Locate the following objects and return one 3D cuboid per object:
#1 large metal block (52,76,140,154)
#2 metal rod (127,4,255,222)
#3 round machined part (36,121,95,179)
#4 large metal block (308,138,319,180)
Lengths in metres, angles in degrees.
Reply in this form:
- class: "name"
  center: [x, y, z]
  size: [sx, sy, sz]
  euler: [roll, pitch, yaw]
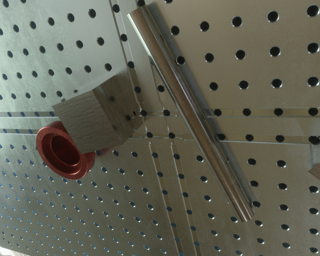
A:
- class: "large metal block"
  center: [-0.088, -0.016, 0.431]
  size: [0.080, 0.050, 0.080]
  euler: [-15, 111, 34]
- class: "metal rod"
  center: [0.046, -0.006, 0.383]
  size: [0.025, 0.025, 0.299]
  euler: [-19, 109, 35]
- class: "round machined part"
  center: [-0.145, 0.031, 0.496]
  size: [0.098, 0.042, 0.097]
  euler: [13, 124, 21]
- class: "large metal block"
  center: [0.209, 0.031, 0.304]
  size: [0.080, 0.050, 0.080]
  euler: [38, 129, 2]
